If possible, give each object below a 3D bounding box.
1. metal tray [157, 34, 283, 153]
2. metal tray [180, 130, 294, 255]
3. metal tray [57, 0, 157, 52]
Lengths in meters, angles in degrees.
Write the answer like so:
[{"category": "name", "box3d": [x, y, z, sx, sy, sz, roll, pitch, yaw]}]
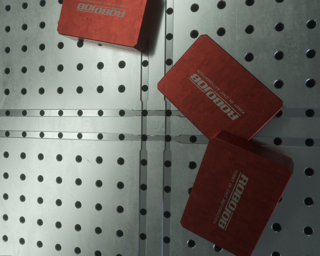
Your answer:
[{"category": "metal tray", "box3d": [0.072, -0.040, 0.384, 0.130, 0.030, 0.090, 46, 104, 14]}, {"category": "metal tray", "box3d": [0.085, 0.078, 0.360, 0.090, 0.030, 0.129, 24, 115, 18]}, {"category": "metal tray", "box3d": [-0.075, -0.164, 0.435, 0.130, 0.030, 0.089, 15, 95, 19]}]
